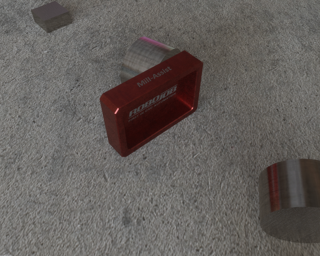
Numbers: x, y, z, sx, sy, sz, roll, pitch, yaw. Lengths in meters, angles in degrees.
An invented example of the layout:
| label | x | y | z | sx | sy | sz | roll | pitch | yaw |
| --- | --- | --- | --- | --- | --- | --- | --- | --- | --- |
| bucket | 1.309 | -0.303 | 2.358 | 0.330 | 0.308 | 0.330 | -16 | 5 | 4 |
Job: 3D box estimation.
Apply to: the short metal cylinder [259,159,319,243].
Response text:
| label | x | y | z | sx | sy | sz | roll | pitch | yaw |
| --- | --- | --- | --- | --- | --- | --- | --- | --- | --- |
| short metal cylinder | 0.141 | 0.074 | 0.307 | 0.080 | 0.080 | 0.050 | 7 | 51 | 6 |

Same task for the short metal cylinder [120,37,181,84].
| label | x | y | z | sx | sy | sz | roll | pitch | yaw |
| --- | --- | --- | --- | --- | --- | --- | --- | --- | --- |
| short metal cylinder | -0.011 | -0.081 | 0.436 | 0.050 | 0.080 | 0.080 | 27 | 55 | 20 |

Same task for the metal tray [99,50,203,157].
| label | x | y | z | sx | sy | sz | roll | pitch | yaw |
| --- | --- | --- | --- | --- | --- | --- | --- | --- | --- |
| metal tray | -0.006 | -0.030 | 0.386 | 0.131 | 0.090 | 0.030 | -33 | 58 | -25 |

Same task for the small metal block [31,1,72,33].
| label | x | y | z | sx | sy | sz | roll | pitch | yaw |
| --- | --- | --- | --- | --- | --- | --- | --- | --- | --- |
| small metal block | -0.201 | -0.207 | 0.576 | 0.050 | 0.025 | 0.050 | -34 | 58 | -25 |
